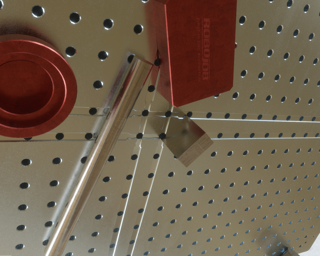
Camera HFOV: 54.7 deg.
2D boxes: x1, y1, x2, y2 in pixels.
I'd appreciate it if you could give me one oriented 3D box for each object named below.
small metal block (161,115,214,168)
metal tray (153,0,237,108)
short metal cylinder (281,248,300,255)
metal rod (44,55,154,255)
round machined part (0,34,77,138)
[{"bbox_3d":[0.037,0.018,0.428,0.050,0.050,0.025,-43,130,1],"label":"small metal block"},{"bbox_3d":[0.045,-0.097,0.374,0.091,0.030,0.129,-19,126,-18],"label":"metal tray"},{"bbox_3d":[0.343,0.355,0.787,0.080,0.080,0.050,31,101,-38],"label":"short metal cylinder"},{"bbox_3d":[-0.085,0.049,0.396,0.025,0.025,0.298,16,110,-35],"label":"metal rod"},{"bbox_3d":[-0.135,-0.042,0.301,0.099,0.042,0.097,-14,125,-21],"label":"round machined part"}]
